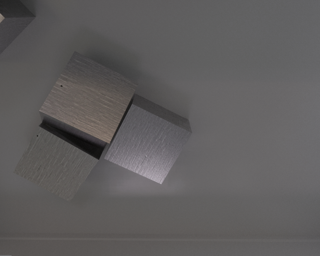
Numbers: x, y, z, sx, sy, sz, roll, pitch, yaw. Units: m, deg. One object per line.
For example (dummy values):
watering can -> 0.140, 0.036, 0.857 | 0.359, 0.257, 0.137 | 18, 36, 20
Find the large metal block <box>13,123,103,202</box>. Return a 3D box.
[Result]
large metal block -> -0.128, 0.037, 0.405 | 0.080, 0.050, 0.080 | 32, 114, -11

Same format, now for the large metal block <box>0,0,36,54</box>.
large metal block -> -0.197, -0.113, 0.338 | 0.080, 0.080, 0.050 | -39, 106, 13

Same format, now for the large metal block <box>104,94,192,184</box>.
large metal block -> -0.015, 0.013, 0.403 | 0.080, 0.050, 0.080 | 26, 108, -10

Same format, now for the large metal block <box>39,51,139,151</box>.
large metal block -> -0.083, -0.029, 0.366 | 0.080, 0.050, 0.080 | 26, 70, -9
